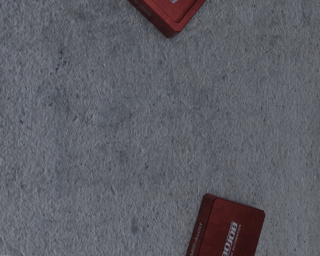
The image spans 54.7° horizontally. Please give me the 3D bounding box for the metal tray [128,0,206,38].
[{"bbox_3d":[-0.003,-0.195,0.404,0.130,0.030,0.090,40,77,-16],"label":"metal tray"}]

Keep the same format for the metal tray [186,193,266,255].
[{"bbox_3d":[0.090,0.168,0.440,0.091,0.030,0.129,20,83,-19],"label":"metal tray"}]
